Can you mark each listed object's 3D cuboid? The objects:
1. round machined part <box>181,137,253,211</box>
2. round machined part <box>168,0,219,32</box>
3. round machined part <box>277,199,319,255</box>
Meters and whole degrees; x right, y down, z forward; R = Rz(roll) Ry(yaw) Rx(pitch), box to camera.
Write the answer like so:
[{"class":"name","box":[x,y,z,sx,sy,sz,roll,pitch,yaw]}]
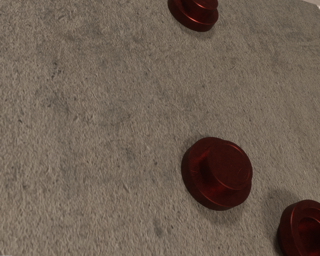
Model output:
[{"class":"round machined part","box":[0.081,0.055,0.405,0.099,0.042,0.098,14,56,-21]},{"class":"round machined part","box":[0.067,-0.229,0.571,0.099,0.042,0.098,14,56,-21]},{"class":"round machined part","box":[0.197,0.149,0.411,0.099,0.042,0.098,14,56,-21]}]
